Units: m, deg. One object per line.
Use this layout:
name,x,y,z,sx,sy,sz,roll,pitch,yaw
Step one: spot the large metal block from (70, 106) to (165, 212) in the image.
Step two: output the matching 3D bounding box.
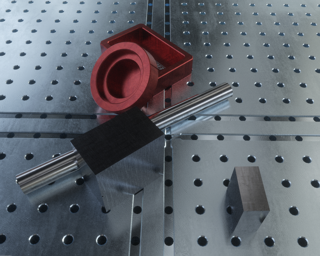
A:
large metal block,-0.043,0.035,0.342,0.081,0.080,0.050,-31,57,-23

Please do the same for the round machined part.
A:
round machined part,-0.045,-0.065,0.430,0.098,0.042,0.098,-6,77,27

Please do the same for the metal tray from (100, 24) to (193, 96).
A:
metal tray,-0.023,-0.114,0.500,0.091,0.030,0.130,-34,58,-26

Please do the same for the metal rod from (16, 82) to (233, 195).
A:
metal rod,-0.029,0.004,0.403,0.302,0.025,0.025,-25,55,-20

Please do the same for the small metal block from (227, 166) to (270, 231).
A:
small metal block,0.092,0.075,0.329,0.025,0.050,0.050,-1,50,-1
